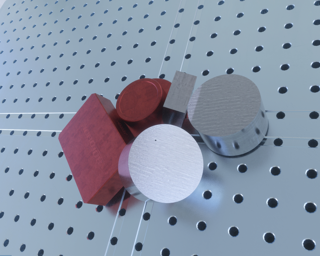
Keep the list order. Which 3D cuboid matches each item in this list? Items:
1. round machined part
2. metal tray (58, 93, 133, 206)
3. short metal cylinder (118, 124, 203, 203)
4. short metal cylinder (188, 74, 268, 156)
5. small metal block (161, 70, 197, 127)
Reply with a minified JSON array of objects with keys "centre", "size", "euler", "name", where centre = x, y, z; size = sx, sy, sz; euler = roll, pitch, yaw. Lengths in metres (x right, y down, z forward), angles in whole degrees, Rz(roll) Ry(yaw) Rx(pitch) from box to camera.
[{"centre":[-0.020,-0.029,0.420],"size":[0.098,0.042,0.098],"euler":[-13,56,21],"name":"round machined part"},{"centre":[-0.082,0.025,0.413],"size":[0.090,0.030,0.130],"euler":[-48,50,14],"name":"metal tray"},{"centre":[-0.001,0.040,0.336],"size":[0.080,0.080,0.050],"euler":[-67,12,-19],"name":"short metal cylinder"},{"centre":[0.078,-0.015,0.355],"size":[0.080,0.050,0.080],"euler":[-13,56,21],"name":"short metal cylinder"},{"centre":[0.022,-0.032,0.372],"size":[0.025,0.050,0.050],"euler":[18,67,5],"name":"small metal block"}]
